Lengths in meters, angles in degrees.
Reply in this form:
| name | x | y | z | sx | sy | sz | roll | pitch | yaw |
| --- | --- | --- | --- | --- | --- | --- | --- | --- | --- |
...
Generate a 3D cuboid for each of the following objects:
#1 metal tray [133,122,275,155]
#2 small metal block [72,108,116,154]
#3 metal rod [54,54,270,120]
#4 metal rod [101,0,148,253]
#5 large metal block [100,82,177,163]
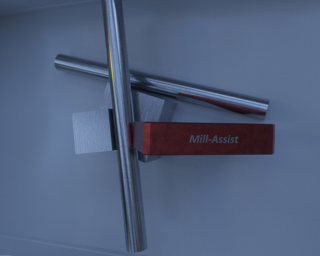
| name | x | y | z | sx | sy | sz | roll | pitch | yaw |
| --- | --- | --- | --- | --- | --- | --- | --- | --- | --- |
| metal tray | 0.041 | 0.009 | 0.331 | 0.131 | 0.090 | 0.030 | 1 | 91 | -12 |
| small metal block | -0.078 | 0.004 | 0.382 | 0.050 | 0.025 | 0.050 | -7 | 87 | 19 |
| metal rod | -0.011 | -0.060 | 0.413 | 0.301 | 0.025 | 0.025 | 16 | 95 | 18 |
| metal rod | -0.043 | -0.006 | 0.370 | 0.025 | 0.025 | 0.298 | -7 | 88 | 19 |
| large metal block | -0.034 | -0.008 | 0.407 | 0.080 | 0.050 | 0.080 | 19 | 96 | 18 |
